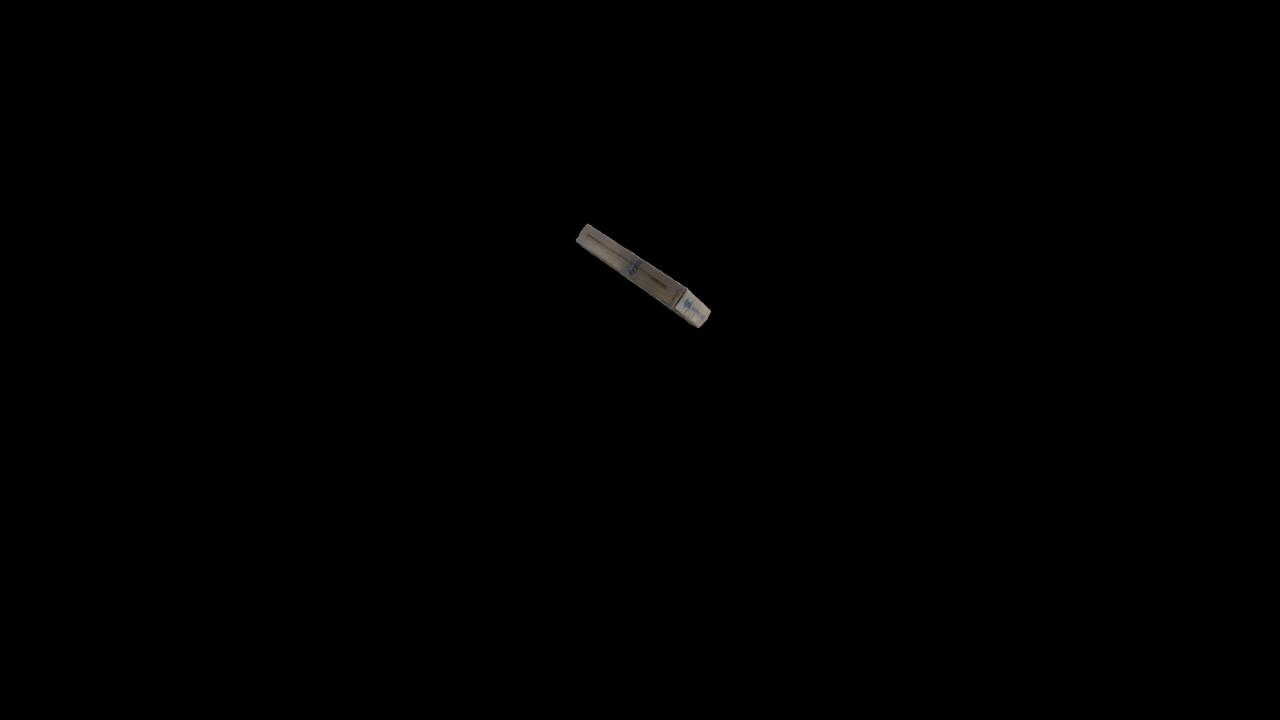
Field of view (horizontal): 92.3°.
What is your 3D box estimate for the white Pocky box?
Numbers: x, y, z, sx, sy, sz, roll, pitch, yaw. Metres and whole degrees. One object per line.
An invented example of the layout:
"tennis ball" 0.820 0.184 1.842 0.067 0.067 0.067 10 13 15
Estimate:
"white Pocky box" 0.004 -0.094 0.688 0.154 0.028 0.084 38 5 27
